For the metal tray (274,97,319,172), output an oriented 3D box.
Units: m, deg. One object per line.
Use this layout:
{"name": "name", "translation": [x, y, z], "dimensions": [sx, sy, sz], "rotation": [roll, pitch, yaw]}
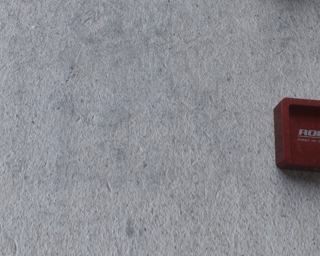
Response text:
{"name": "metal tray", "translation": [0.220, 0.012, 0.402], "dimensions": [0.131, 0.030, 0.090], "rotation": [5, 70, 1]}
